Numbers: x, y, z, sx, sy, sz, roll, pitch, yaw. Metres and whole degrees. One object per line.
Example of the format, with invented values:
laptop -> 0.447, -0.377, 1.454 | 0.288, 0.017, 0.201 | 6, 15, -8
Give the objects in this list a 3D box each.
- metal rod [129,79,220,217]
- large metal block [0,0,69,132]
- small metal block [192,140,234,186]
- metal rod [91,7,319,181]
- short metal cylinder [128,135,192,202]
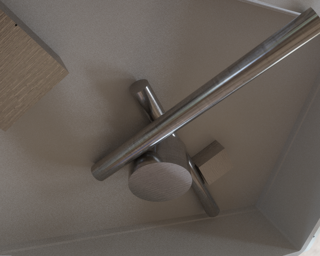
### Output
metal rod -> 0.035, 0.050, 0.460 | 0.025, 0.025, 0.299 | -35, 129, -5
large metal block -> -0.145, -0.058, 0.278 | 0.080, 0.050, 0.080 | -43, 130, 1
small metal block -> 0.083, 0.055, 0.491 | 0.050, 0.025, 0.050 | -36, 130, -5
metal rod -> 0.030, -0.019, 0.338 | 0.299, 0.025, 0.025 | -35, 134, 26
short metal cylinder -> -0.001, 0.053, 0.408 | 0.081, 0.050, 0.079 | -3, 132, -3
